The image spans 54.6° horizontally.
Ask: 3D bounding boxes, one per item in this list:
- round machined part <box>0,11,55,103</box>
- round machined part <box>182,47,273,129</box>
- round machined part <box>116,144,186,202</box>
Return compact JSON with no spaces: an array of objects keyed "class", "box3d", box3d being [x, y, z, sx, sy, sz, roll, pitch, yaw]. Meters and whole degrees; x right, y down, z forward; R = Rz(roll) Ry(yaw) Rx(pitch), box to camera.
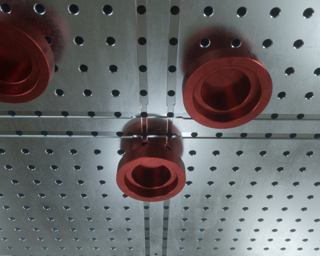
[{"class":"round machined part","box3d":[-0.163,-0.078,0.333,0.099,0.042,0.097,0,130,0]},{"class":"round machined part","box3d":[0.075,-0.049,0.359,0.099,0.042,0.097,0,130,0]},{"class":"round machined part","box3d":[-0.013,0.061,0.452,0.099,0.042,0.097,0,130,0]}]
